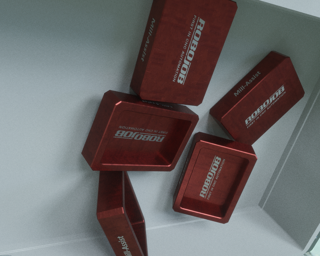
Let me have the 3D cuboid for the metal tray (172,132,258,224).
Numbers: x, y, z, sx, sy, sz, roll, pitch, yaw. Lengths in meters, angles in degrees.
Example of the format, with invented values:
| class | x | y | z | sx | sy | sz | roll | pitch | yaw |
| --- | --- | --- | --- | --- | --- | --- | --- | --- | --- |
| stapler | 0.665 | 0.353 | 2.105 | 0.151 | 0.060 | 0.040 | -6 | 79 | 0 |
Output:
| class | x | y | z | sx | sy | sz | roll | pitch | yaw |
| --- | --- | --- | --- | --- | --- | --- | --- | --- | --- |
| metal tray | 0.079 | 0.078 | 0.469 | 0.091 | 0.030 | 0.129 | 15 | 114 | -3 |

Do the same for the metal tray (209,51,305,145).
| class | x | y | z | sx | sy | sz | roll | pitch | yaw |
| --- | --- | --- | --- | --- | --- | --- | --- | --- | --- |
| metal tray | 0.147 | -0.038 | 0.462 | 0.130 | 0.030 | 0.090 | -44 | 130 | 2 |

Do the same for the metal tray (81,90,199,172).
| class | x | y | z | sx | sy | sz | roll | pitch | yaw |
| --- | --- | --- | --- | --- | --- | --- | --- | --- | --- |
| metal tray | -0.021 | 0.009 | 0.387 | 0.131 | 0.030 | 0.089 | 8 | 115 | -41 |

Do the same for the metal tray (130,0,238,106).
| class | x | y | z | sx | sy | sz | roll | pitch | yaw |
| --- | --- | --- | --- | --- | --- | --- | --- | --- | --- |
| metal tray | 0.026 | -0.093 | 0.362 | 0.091 | 0.030 | 0.129 | 4 | 117 | -30 |

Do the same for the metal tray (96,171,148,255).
| class | x | y | z | sx | sy | sz | roll | pitch | yaw |
| --- | --- | --- | --- | --- | --- | --- | --- | --- | --- |
| metal tray | -0.046 | 0.120 | 0.408 | 0.030 | 0.090 | 0.129 | -14 | 124 | 2 |
